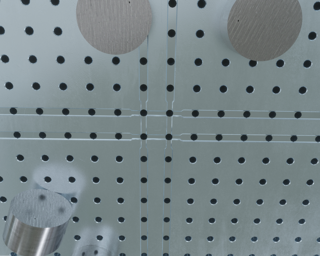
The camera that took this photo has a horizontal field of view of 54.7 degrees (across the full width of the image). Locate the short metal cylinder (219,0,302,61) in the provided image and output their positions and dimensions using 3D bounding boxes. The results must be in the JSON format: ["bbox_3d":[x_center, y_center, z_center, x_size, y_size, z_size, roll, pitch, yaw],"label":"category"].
[{"bbox_3d":[0.113,-0.121,0.356,0.081,0.050,0.079,0,110,0],"label":"short metal cylinder"}]

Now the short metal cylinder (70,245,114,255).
[{"bbox_3d":[-0.110,0.233,0.485,0.081,0.050,0.079,0,110,0],"label":"short metal cylinder"}]

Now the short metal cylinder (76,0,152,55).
[{"bbox_3d":[-0.049,-0.127,0.353,0.081,0.050,0.079,0,110,0],"label":"short metal cylinder"}]

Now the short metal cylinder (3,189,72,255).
[{"bbox_3d":[-0.169,0.130,0.430,0.080,0.080,0.050,20,109,-7],"label":"short metal cylinder"}]
